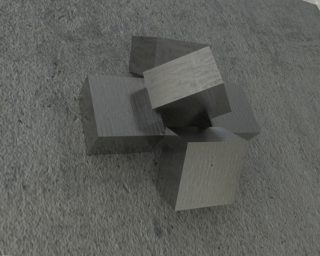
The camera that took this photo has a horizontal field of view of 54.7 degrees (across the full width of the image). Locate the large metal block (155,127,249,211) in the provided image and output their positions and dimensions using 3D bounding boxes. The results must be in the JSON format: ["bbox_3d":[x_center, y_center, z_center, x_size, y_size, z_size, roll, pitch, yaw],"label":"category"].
[{"bbox_3d":[0.047,0.044,0.362,0.081,0.079,0.050,1,18,-27],"label":"large metal block"}]

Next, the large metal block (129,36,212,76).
[{"bbox_3d":[0.011,-0.096,0.429,0.081,0.080,0.050,-1,106,-29],"label":"large metal block"}]

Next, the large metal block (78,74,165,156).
[{"bbox_3d":[-0.048,-0.015,0.373,0.081,0.050,0.080,-1,62,-29],"label":"large metal block"}]

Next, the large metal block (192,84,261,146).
[{"bbox_3d":[0.084,-0.017,0.444,0.081,0.050,0.080,0,62,-29],"label":"large metal block"}]

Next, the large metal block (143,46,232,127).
[{"bbox_3d":[0.036,-0.043,0.374,0.080,0.080,0.050,-20,66,11],"label":"large metal block"}]
